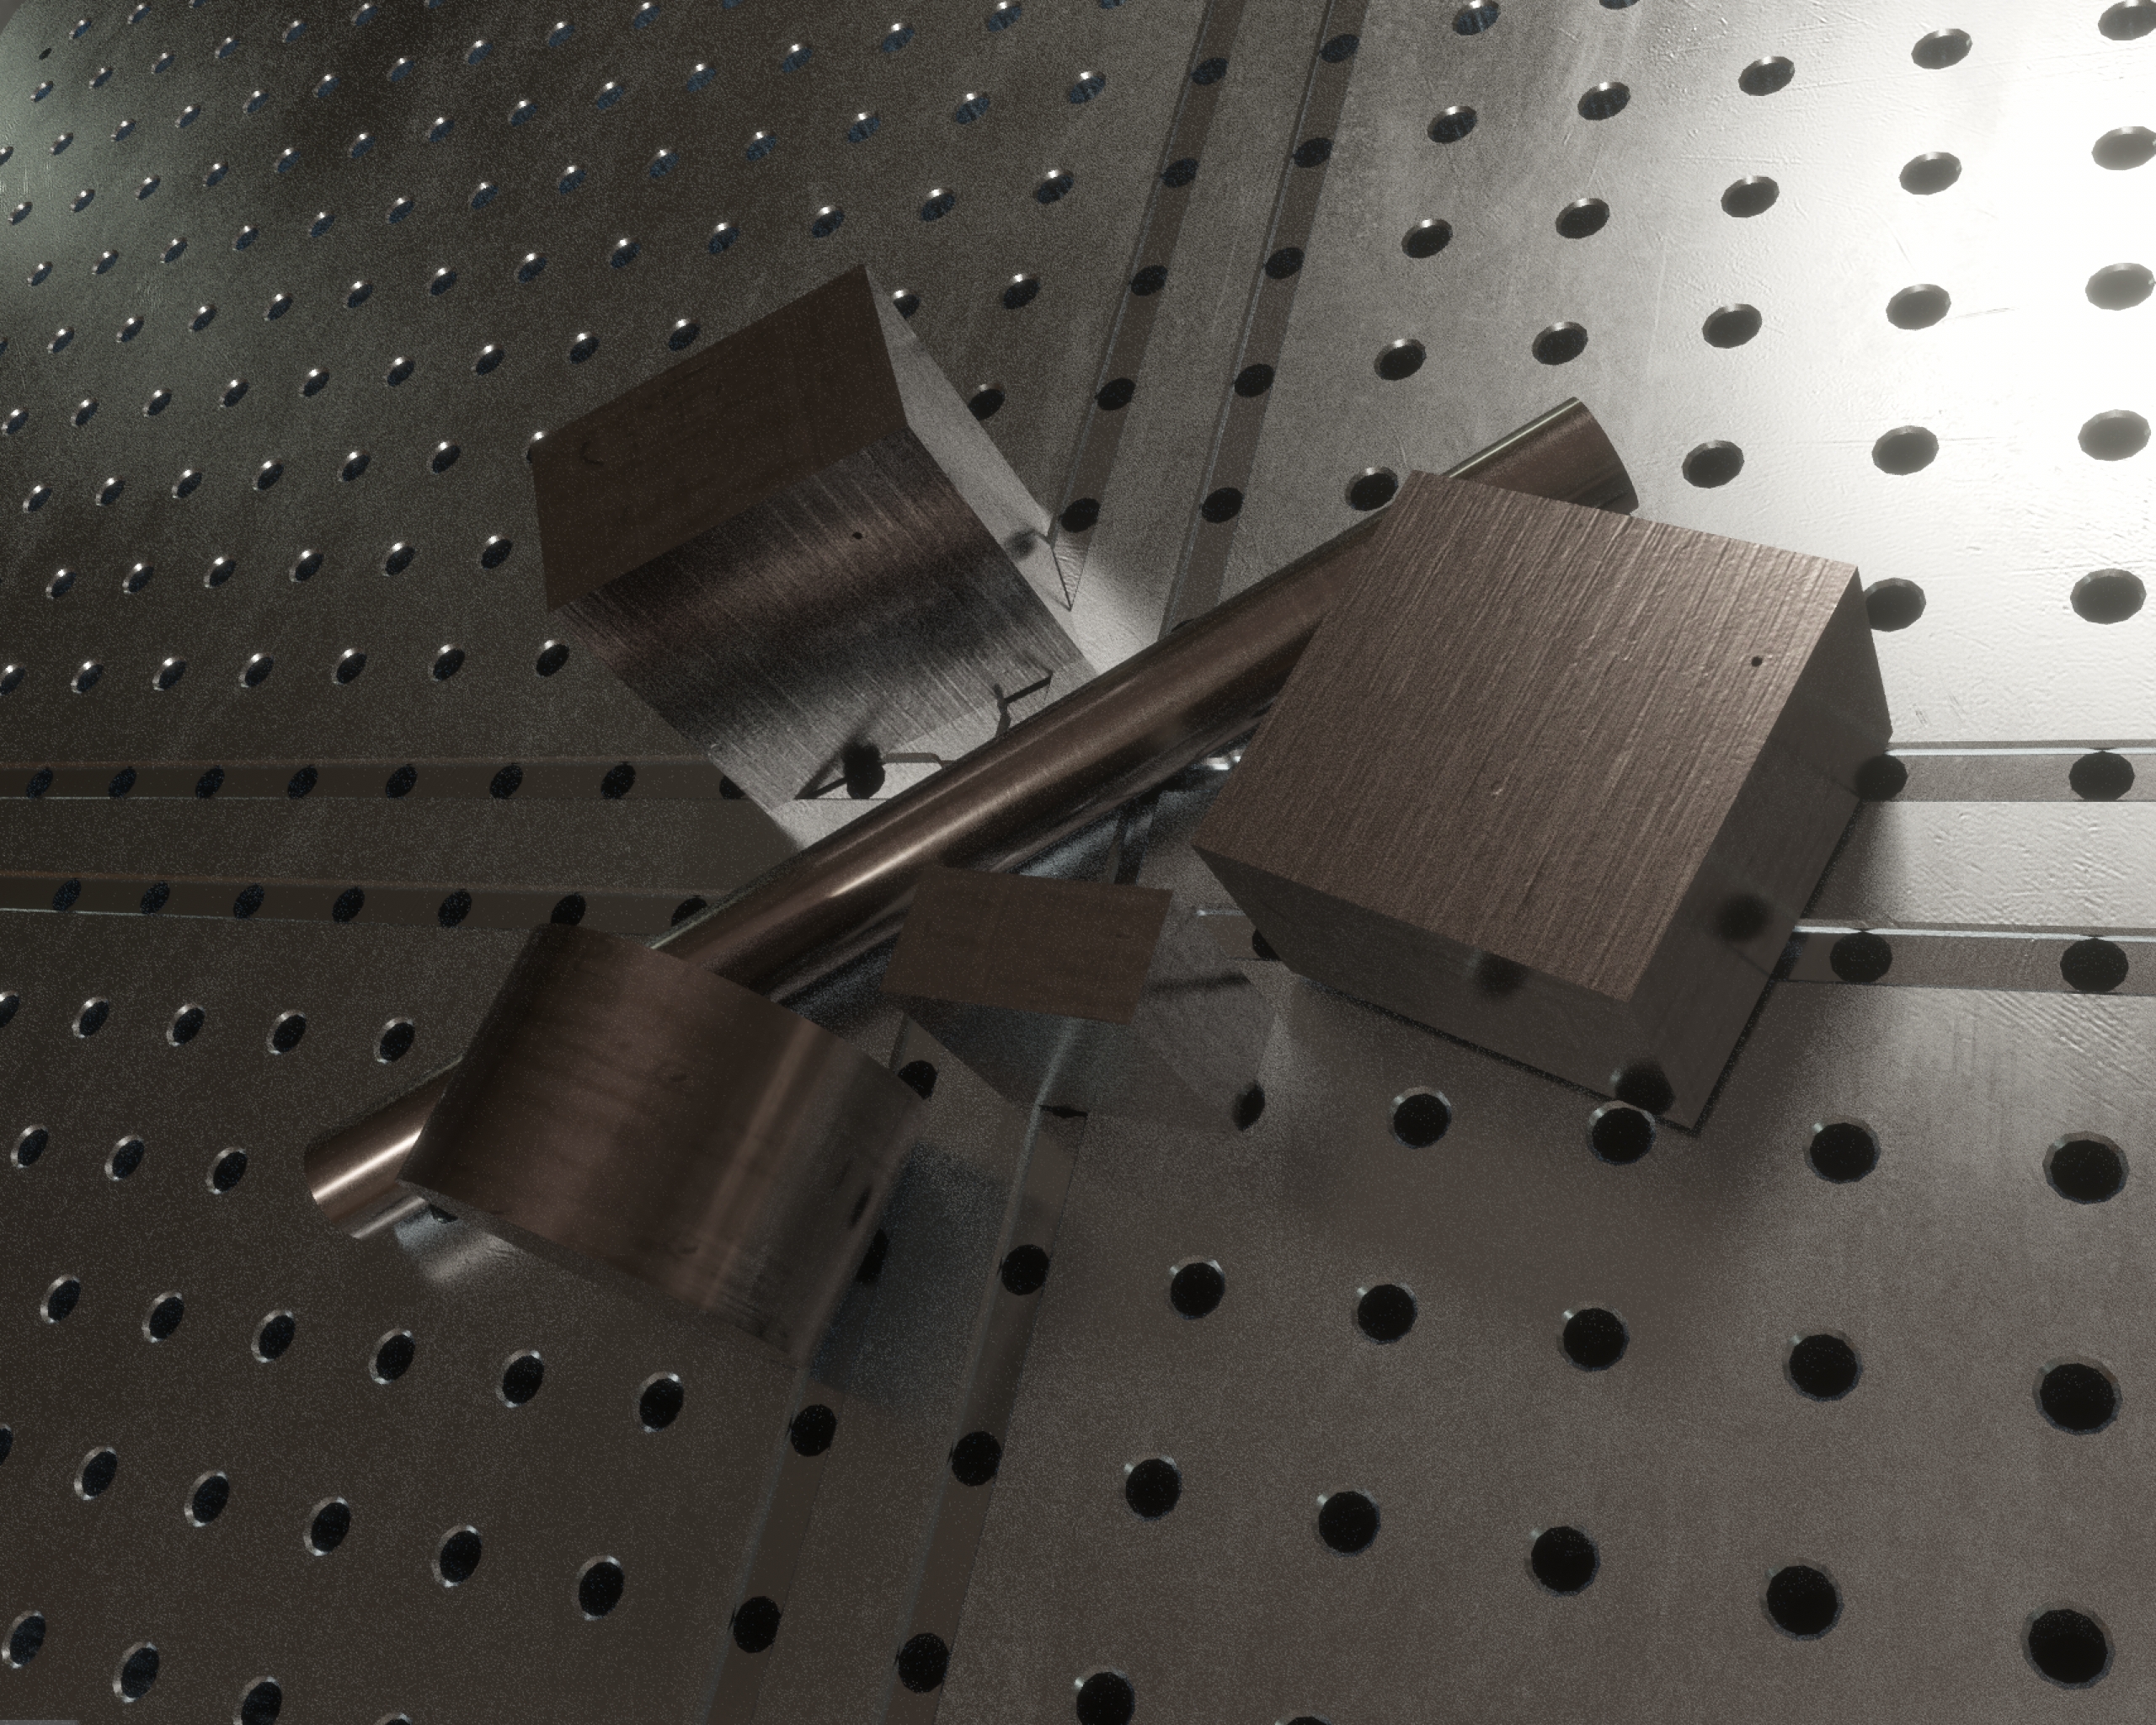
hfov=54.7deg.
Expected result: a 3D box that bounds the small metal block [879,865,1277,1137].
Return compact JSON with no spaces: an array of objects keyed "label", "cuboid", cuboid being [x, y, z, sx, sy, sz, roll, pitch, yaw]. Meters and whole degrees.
[{"label":"small metal block","cuboid":[0.001,0.025,0.375,0.050,0.050,0.025,5,65,30]}]

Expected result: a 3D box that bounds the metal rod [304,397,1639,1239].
[{"label":"metal rod","cuboid":[-0.027,-0.005,0.423,0.301,0.025,0.025,-30,52,8]}]

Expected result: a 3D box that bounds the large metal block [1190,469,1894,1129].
[{"label":"large metal block","cuboid":[0.080,-0.013,0.354,0.080,0.050,0.080,21,73,35]}]

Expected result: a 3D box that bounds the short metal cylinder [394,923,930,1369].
[{"label":"short metal cylinder","cuboid":[-0.074,0.052,0.377,0.080,0.080,0.050,12,68,33]}]

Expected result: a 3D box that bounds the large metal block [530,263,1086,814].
[{"label":"large metal block","cuboid":[-0.056,-0.065,0.442,0.080,0.080,0.050,-25,53,12]}]
